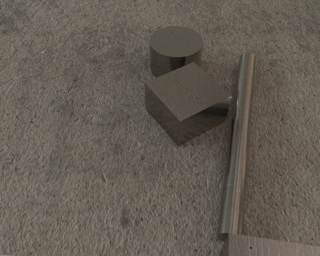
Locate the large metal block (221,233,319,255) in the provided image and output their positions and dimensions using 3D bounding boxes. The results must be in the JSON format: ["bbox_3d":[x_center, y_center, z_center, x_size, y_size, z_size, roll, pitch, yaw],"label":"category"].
[{"bbox_3d":[0.095,0.145,0.267,0.080,0.050,0.080,7,50,5],"label":"large metal block"}]

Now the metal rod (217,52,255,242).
[{"bbox_3d":[0.105,-0.001,0.404,0.025,0.025,0.300,11,51,8],"label":"metal rod"}]

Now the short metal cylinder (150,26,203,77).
[{"bbox_3d":[0.024,-0.115,0.484,0.081,0.050,0.080,0,50,0],"label":"short metal cylinder"}]

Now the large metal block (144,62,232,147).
[{"bbox_3d":[0.035,-0.034,0.416,0.081,0.050,0.080,-27,55,-21],"label":"large metal block"}]
